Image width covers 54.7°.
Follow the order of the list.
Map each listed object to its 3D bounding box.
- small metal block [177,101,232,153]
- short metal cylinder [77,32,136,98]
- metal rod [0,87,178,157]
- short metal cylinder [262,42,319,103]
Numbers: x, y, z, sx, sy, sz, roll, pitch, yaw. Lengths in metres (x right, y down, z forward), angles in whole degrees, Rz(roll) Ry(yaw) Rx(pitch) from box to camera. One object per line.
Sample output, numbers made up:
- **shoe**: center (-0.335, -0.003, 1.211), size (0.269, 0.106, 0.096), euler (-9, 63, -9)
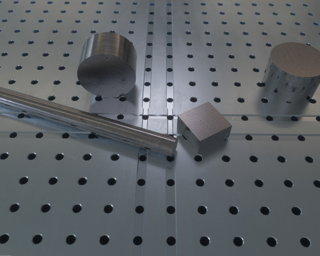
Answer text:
- **small metal block**: center (0.058, -0.002, 0.410), size (0.050, 0.025, 0.050), euler (-24, 54, -19)
- **short metal cylinder**: center (-0.074, -0.089, 0.446), size (0.081, 0.080, 0.050), euler (-1, 50, -1)
- **metal rod**: center (-0.123, -0.016, 0.419), size (0.301, 0.025, 0.025), euler (16, 52, 13)
- **short metal cylinder**: center (0.199, -0.084, 0.463), size (0.081, 0.050, 0.080), euler (0, 50, 0)
